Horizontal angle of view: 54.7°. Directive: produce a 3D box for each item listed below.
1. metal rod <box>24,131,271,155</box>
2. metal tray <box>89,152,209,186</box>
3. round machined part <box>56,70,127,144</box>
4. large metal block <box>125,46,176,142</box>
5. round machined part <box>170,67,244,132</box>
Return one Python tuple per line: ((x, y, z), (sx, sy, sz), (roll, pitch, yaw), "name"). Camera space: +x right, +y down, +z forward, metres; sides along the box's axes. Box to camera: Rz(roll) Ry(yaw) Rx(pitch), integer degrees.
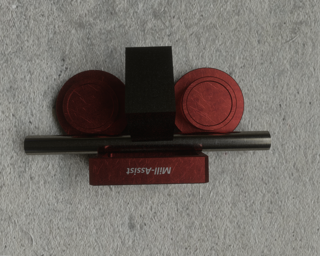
((-0.014, 0.019, 0.390), (0.302, 0.025, 0.025), (-1, 90, -1), "metal rod")
((-0.012, 0.046, 0.378), (0.131, 0.090, 0.030), (-1, 90, -1), "metal tray")
((-0.085, -0.027, 0.400), (0.099, 0.042, 0.097), (0, 90, -1), "round machined part")
((-0.011, -0.036, 0.357), (0.050, 0.080, 0.080), (-2, 67, -1), "large metal block")
((0.061, -0.031, 0.403), (0.099, 0.042, 0.097), (0, 90, -1), "round machined part")
